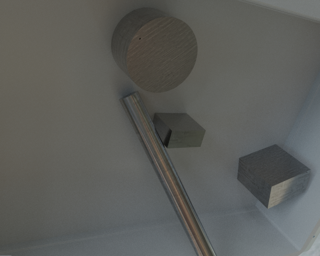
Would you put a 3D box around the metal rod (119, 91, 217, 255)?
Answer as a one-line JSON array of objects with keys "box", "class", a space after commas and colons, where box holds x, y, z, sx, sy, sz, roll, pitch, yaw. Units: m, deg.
[{"box": [0.025, 0.092, 0.404, 0.025, 0.025, 0.299, -28, 104, -11], "class": "metal rod"}]

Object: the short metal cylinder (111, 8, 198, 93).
[{"box": [-0.007, -0.085, 0.338, 0.081, 0.050, 0.079, -14, 125, -21], "class": "short metal cylinder"}]

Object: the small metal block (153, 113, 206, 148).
[{"box": [0.023, 0.002, 0.408, 0.050, 0.050, 0.025, -1, 119, -29], "class": "small metal block"}]

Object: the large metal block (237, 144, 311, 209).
[{"box": [0.192, 0.080, 0.530, 0.081, 0.080, 0.050, -17, 126, -19], "class": "large metal block"}]
